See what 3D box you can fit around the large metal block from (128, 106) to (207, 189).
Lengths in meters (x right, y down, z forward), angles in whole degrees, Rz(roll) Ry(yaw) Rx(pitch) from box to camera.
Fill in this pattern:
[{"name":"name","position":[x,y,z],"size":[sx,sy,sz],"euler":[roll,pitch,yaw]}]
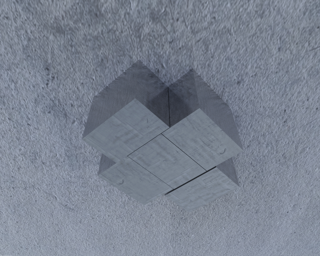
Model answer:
[{"name":"large metal block","position":[0.009,0.015,0.387],"size":[0.050,0.080,0.080],"euler":[-35,122,25]}]

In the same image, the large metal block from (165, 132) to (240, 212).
[{"name":"large metal block","position":[0.052,0.054,0.420],"size":[0.080,0.080,0.050],"euler":[-34,122,25]}]

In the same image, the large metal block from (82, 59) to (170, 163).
[{"name":"large metal block","position":[-0.037,-0.020,0.356],"size":[0.080,0.080,0.050],"euler":[-34,122,25]}]

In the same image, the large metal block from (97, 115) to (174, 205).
[{"name":"large metal block","position":[-0.029,0.041,0.408],"size":[0.050,0.080,0.080],"euler":[-35,122,25]}]

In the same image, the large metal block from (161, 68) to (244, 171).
[{"name":"large metal block","position":[0.047,-0.010,0.365],"size":[0.050,0.080,0.080],"euler":[-35,122,25]}]
